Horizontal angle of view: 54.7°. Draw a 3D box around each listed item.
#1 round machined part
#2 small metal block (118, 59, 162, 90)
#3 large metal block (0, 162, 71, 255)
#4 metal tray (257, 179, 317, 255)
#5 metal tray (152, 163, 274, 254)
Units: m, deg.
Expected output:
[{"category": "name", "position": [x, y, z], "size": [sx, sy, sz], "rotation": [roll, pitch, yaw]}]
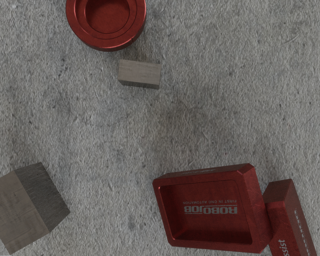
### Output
[{"category": "round machined part", "position": [-0.067, -0.147, 0.401], "size": [0.099, 0.042, 0.097], "rotation": [0, 90, -1]}, {"category": "small metal block", "position": [-0.025, -0.068, 0.397], "size": [0.050, 0.050, 0.025], "rotation": [7, 90, -1]}, {"category": "large metal block", "position": [-0.163, 0.093, 0.380], "size": [0.050, 0.080, 0.080], "rotation": [-30, 90, 0]}, {"category": "metal tray", "position": [0.161, 0.138, 0.378], "size": [0.030, 0.091, 0.129], "rotation": [-18, 90, 30]}, {"category": "metal tray", "position": [0.057, 0.095, 0.368], "size": [0.130, 0.030, 0.089], "rotation": [-15, 91, 41]}]
